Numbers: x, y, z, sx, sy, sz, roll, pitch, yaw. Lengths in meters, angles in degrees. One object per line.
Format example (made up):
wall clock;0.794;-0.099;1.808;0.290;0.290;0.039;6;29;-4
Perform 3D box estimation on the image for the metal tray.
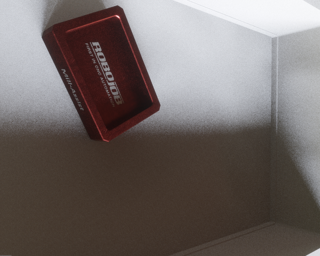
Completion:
metal tray;-0.060;-0.061;0.351;0.091;0.030;0.129;-34;111;-35
